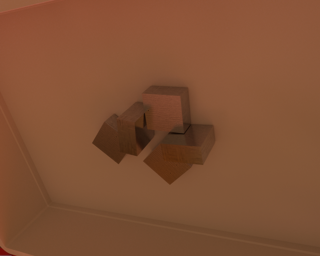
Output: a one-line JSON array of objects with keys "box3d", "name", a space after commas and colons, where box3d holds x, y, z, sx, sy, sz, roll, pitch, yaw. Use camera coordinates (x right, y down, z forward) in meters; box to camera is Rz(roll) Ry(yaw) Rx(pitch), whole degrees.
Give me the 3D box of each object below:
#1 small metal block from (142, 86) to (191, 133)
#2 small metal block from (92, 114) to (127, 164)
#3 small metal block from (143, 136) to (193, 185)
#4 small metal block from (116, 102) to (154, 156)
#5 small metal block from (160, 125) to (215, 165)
[{"box3d": [0.009, -0.023, 0.386, 0.050, 0.025, 0.050, 6, 121, 24], "name": "small metal block"}, {"box3d": [-0.063, 0.016, 0.448, 0.050, 0.025, 0.050, 39, 129, 1], "name": "small metal block"}, {"box3d": [0.014, 0.042, 0.424, 0.050, 0.025, 0.050, 42, 129, -1], "name": "small metal block"}, {"box3d": [-0.031, 0.000, 0.405, 0.025, 0.050, 0.050, 12, 123, 21], "name": "small metal block"}, {"box3d": [0.035, 0.019, 0.381, 0.050, 0.050, 0.025, 3, 120, 26], "name": "small metal block"}]
